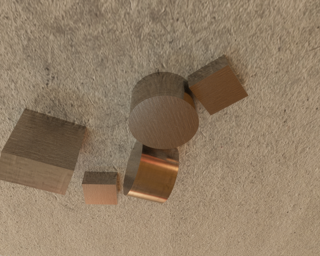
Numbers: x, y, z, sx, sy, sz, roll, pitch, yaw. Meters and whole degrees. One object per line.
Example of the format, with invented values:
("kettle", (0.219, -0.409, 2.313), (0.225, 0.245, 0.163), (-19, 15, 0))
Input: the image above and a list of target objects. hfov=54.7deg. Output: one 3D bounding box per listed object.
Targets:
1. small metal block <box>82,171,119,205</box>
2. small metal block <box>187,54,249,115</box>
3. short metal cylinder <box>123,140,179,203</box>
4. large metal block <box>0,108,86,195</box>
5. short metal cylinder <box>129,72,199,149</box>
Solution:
("small metal block", (-0.092, 0.095, 0.487), (0.050, 0.025, 0.050), (1, 130, -2))
("small metal block", (0.068, -0.050, 0.366), (0.050, 0.025, 0.050), (-29, 125, 22))
("short metal cylinder", (-0.013, 0.057, 0.420), (0.050, 0.080, 0.079), (17, 128, -14))
("large metal block", (-0.147, 0.029, 0.394), (0.081, 0.080, 0.050), (18, 128, -15))
("short metal cylinder", (0.004, -0.020, 0.374), (0.081, 0.050, 0.079), (0, 130, 0))
